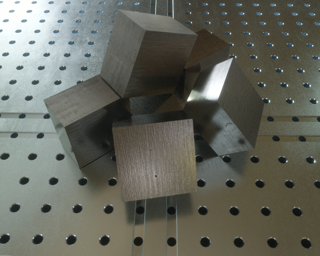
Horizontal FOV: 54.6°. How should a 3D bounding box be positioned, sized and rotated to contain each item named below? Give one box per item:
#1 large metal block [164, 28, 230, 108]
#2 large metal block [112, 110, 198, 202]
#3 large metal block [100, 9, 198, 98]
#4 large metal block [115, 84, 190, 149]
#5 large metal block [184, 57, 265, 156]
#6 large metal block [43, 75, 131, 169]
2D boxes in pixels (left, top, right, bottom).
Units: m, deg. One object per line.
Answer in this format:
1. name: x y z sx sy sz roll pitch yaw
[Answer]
1. large metal block: 0.047 -0.081 0.441 0.080 0.080 0.050 -32 57 -24
2. large metal block: -0.006 0.028 0.339 0.080 0.080 0.050 -7 14 -6
3. large metal block: -0.014 -0.085 0.362 0.081 0.079 0.050 -12 46 -43
4. large metal block: -0.007 -0.024 0.413 0.080 0.050 0.080 -32 57 -24
5. large metal block: 0.082 -0.025 0.384 0.050 0.080 0.080 -17 36 42
6. large metal block: -0.082 -0.010 0.378 0.080 0.080 0.050 -31 57 -23
